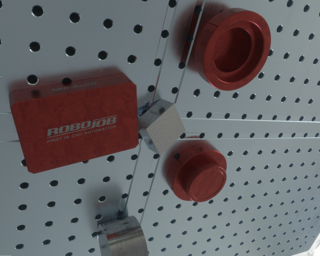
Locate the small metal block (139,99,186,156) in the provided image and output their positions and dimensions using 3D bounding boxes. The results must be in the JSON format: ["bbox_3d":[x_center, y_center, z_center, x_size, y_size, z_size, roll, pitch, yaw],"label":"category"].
[{"bbox_3d":[0.001,-0.001,0.404,0.050,0.025,0.050,-43,132,-20],"label":"small metal block"}]

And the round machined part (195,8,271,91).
[{"bbox_3d":[0.085,-0.099,0.387,0.099,0.042,0.097,-14,125,-21],"label":"round machined part"}]

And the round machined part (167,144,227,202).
[{"bbox_3d":[0.064,0.077,0.485,0.099,0.042,0.097,-14,125,-21],"label":"round machined part"}]

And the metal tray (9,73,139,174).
[{"bbox_3d":[-0.092,-0.006,0.355,0.131,0.030,0.089,-14,124,-21],"label":"metal tray"}]

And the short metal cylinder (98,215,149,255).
[{"bbox_3d":[-0.056,0.175,0.455,0.050,0.080,0.079,-9,123,-24],"label":"short metal cylinder"}]
